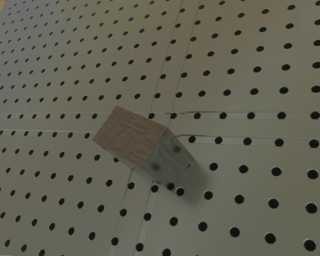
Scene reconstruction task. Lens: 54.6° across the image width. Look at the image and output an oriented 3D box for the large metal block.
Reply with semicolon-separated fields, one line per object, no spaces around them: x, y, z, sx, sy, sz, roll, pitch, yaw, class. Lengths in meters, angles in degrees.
-0.018;0.025;0.368;0.080;0.080;0.050;24;75;36;large metal block
